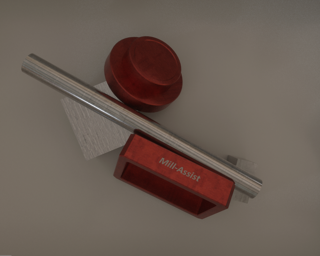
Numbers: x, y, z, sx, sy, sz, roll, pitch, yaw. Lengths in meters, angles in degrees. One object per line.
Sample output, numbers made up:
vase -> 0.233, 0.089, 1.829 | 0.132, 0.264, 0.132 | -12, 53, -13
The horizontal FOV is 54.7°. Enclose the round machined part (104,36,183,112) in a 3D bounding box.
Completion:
round machined part -> -0.014, -0.071, 0.375 | 0.099, 0.042, 0.098 | 14, 59, -25

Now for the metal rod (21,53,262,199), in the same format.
metal rod -> -0.020, -0.002, 0.358 | 0.301, 0.025, 0.025 | 29, 90, -1

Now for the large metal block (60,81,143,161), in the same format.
large metal block -> -0.067, -0.013, 0.396 | 0.080, 0.050, 0.080 | -22, 90, -1

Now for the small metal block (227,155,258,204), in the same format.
small metal block -> 0.100, 0.064, 0.399 | 0.025, 0.050, 0.050 | 15, 90, 0

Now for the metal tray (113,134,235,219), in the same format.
metal tray -> 0.012, 0.063, 0.374 | 0.131, 0.090, 0.030 | 26, 63, -1
